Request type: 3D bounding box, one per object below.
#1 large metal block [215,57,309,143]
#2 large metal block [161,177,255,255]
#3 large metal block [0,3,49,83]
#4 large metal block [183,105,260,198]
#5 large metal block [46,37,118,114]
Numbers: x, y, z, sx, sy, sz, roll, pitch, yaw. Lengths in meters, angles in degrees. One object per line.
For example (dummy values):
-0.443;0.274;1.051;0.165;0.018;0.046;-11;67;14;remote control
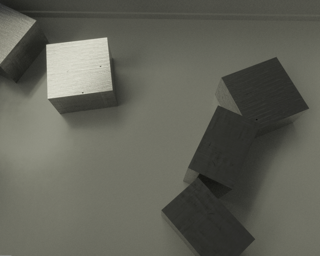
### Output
0.131;-0.036;0.410;0.080;0.050;0.080;-21;71;-8;large metal block
0.047;0.108;0.341;0.050;0.080;0.080;-39;75;-13;large metal block
-0.223;-0.123;0.440;0.080;0.050;0.080;27;72;9;large metal block
0.070;0.032;0.369;0.050;0.080;0.080;25;72;9;large metal block
-0.105;-0.070;0.421;0.081;0.050;0.080;-8;70;-3;large metal block
